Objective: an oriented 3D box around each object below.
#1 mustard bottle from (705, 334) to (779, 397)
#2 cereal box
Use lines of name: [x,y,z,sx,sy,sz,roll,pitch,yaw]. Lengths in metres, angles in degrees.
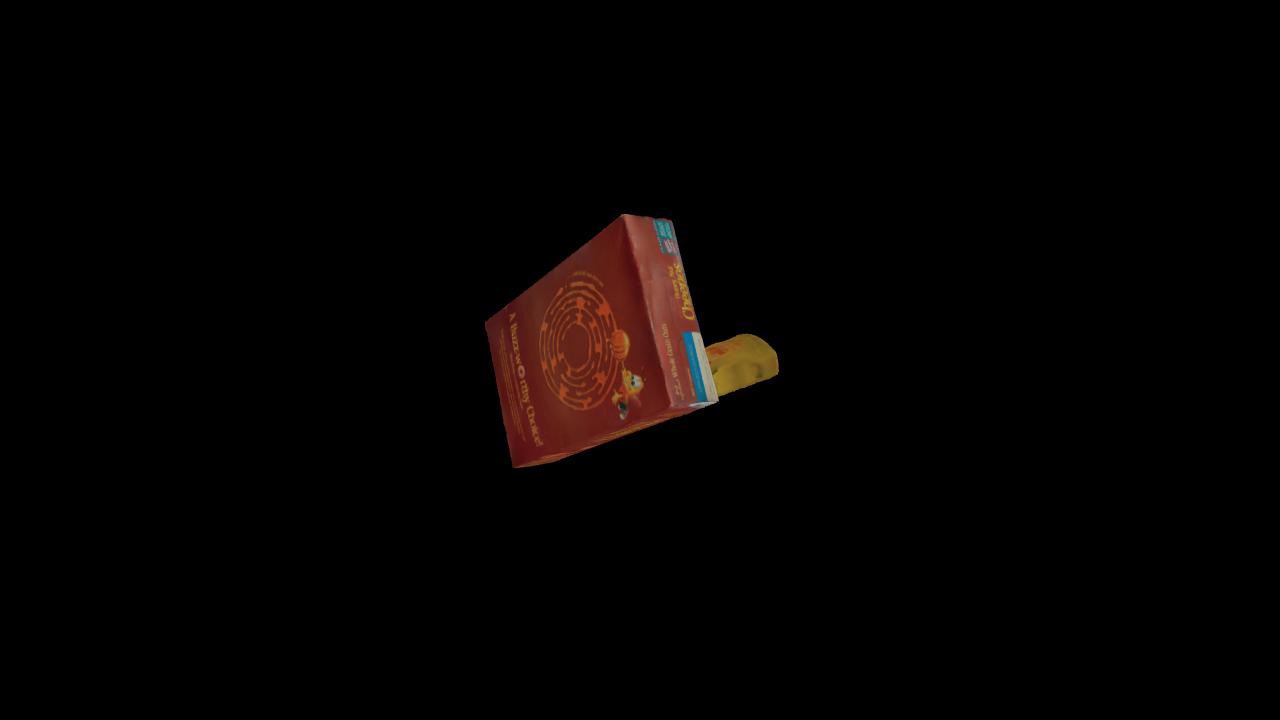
mustard bottle: [0.061,0.022,0.707,0.184,0.054,0.092,-19,26,-20]
cereal box: [-0.061,-0.005,0.709,0.081,0.203,0.306,-2,-17,-43]
